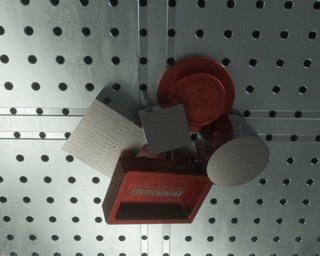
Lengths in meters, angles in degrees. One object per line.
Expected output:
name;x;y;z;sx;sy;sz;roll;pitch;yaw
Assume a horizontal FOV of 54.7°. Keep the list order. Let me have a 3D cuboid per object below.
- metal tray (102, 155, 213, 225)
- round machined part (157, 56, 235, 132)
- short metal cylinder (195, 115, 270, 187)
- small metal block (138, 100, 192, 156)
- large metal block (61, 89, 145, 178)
metal tray;-0.001;0.086;0.412;0.131;0.030;0.089;8;119;-27
round machined part;0.046;-0.040;0.390;0.099;0.042;0.097;0;110;0
short metal cylinder;0.092;0.030;0.400;0.081;0.050;0.079;-6;125;-9
small metal block;0.005;-0.001;0.364;0.050;0.025;0.050;-16;107;-6
large metal block;-0.066;0.009;0.403;0.080;0.050;0.080;34;106;-12
